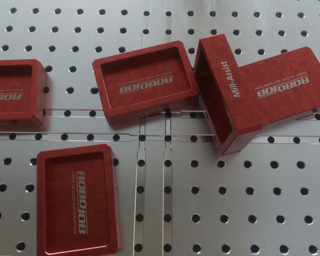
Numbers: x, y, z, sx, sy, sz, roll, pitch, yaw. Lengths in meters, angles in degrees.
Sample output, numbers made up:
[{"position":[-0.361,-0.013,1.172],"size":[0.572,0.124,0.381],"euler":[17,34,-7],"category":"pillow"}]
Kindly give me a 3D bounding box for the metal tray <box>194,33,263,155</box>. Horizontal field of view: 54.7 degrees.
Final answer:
[{"position":[0.080,-0.040,0.392],"size":[0.030,0.090,0.130],"euler":[-15,71,-5],"category":"metal tray"}]

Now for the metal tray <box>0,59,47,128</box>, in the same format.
[{"position":[-0.228,-0.046,0.423],"size":[0.131,0.030,0.090],"euler":[-2,70,-2],"category":"metal tray"}]

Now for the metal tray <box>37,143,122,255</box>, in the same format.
[{"position":[-0.098,0.089,0.375],"size":[0.091,0.030,0.129],"euler":[-7,70,-3],"category":"metal tray"}]

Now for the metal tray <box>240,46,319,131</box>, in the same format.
[{"position":[0.165,-0.053,0.431],"size":[0.131,0.030,0.090],"euler":[-18,71,-7],"category":"metal tray"}]

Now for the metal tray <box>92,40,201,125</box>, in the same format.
[{"position":[-0.020,-0.064,0.432],"size":[0.131,0.030,0.090],"euler":[-15,71,-6],"category":"metal tray"}]
